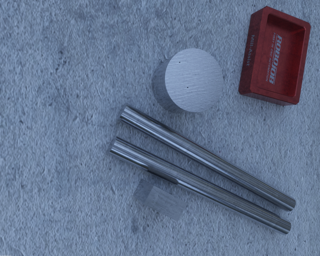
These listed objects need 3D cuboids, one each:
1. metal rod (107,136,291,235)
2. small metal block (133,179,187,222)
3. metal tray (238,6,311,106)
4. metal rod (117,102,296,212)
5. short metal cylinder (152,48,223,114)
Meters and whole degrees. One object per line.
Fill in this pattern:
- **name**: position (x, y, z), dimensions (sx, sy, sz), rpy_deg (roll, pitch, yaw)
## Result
- **metal rod**: position (0.066, 0.087, 0.433), dimensions (0.301, 0.025, 0.025), rpy_deg (28, 81, -18)
- **small metal block**: position (-0.001, 0.091, 0.395), dimensions (0.050, 0.050, 0.025), rpy_deg (31, 80, -18)
- **metal tray**: position (0.175, -0.106, 0.470), dimensions (0.091, 0.030, 0.129), rpy_deg (12, 86, -20)
- **metal rod**: position (0.077, 0.049, 0.437), dimensions (0.301, 0.025, 0.025), rpy_deg (29, 80, -18)
- **short metal cylinder**: position (0.035, -0.060, 0.409), dimensions (0.081, 0.050, 0.079), rpy_deg (0, 90, -20)
